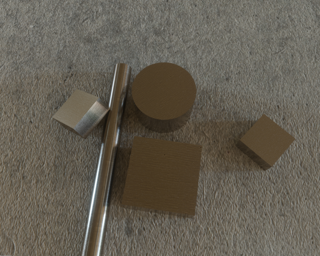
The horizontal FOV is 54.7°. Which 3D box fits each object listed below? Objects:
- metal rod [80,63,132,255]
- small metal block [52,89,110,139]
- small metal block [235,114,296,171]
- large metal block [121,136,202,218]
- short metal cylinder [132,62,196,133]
[{"bbox_3d":[-0.068,0.054,0.387,0.025,0.025,0.299,6,70,2],"label":"metal rod"},{"bbox_3d":[-0.103,-0.019,0.402,0.050,0.025,0.050,22,69,39],"label":"small metal block"},{"bbox_3d":[0.136,0.019,0.403,0.050,0.025,0.050,42,75,13],"label":"small metal block"},{"bbox_3d":[0.004,0.060,0.373,0.080,0.050,0.080,8,70,2],"label":"large metal block"},{"bbox_3d":[0.005,-0.039,0.409,0.081,0.050,0.080,0,70,0],"label":"short metal cylinder"}]
